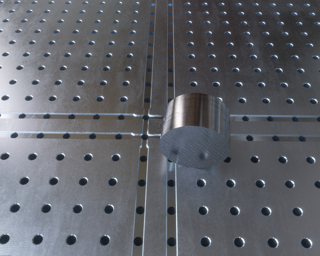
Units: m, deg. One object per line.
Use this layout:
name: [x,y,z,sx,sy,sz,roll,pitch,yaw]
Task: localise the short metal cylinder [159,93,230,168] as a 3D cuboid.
short metal cylinder: [0.042,0.005,0.369,0.080,0.080,0.050,6,50,5]
